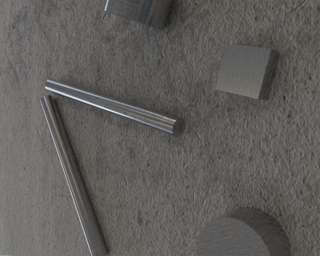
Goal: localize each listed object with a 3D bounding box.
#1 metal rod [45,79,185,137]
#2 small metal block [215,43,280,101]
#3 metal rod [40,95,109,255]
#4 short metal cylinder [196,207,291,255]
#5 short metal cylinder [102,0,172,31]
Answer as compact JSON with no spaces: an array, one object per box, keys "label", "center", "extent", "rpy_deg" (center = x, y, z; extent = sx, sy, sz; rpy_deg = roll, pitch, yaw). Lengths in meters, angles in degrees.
[{"label":"metal rod","center":[-0.088,-0.039,0.477],"extent":[0.300,0.025,0.025],"rpy_deg":[19,102,38]},{"label":"small metal block","center":[0.092,-0.060,0.329],"extent":[0.050,0.025,0.050],"rpy_deg":[20,103,38]},{"label":"metal rod","center":[-0.152,0.074,0.530],"extent":[0.025,0.025,0.299],"rpy_deg":[-38,67,33]},{"label":"short metal cylinder","center":[0.085,0.126,0.318],"extent":[0.080,0.050,0.079],"rpy_deg":[0,90,40]},{"label":"short metal cylinder","center":[-0.027,-0.160,0.391],"extent":[0.080,0.081,0.050],"rpy_deg":[30,109,36]}]
